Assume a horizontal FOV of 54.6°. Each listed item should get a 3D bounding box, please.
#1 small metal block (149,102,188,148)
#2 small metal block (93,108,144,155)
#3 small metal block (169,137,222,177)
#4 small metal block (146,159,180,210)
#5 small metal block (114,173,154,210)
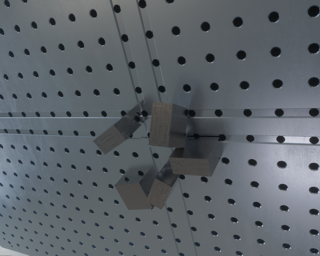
[{"bbox_3d":[0.011,-0.002,0.376,0.025,0.050,0.050,5,89,26],"label":"small metal block"},{"bbox_3d":[-0.057,0.005,0.428,0.050,0.050,0.025,-33,100,38],"label":"small metal block"},{"bbox_3d":[0.046,0.035,0.393,0.050,0.050,0.025,0,119,28],"label":"small metal block"},{"bbox_3d":[0.008,0.078,0.440,0.025,0.050,0.050,28,128,11],"label":"small metal block"},{"bbox_3d":[-0.036,0.102,0.494,0.050,0.025,0.050,-13,112,33],"label":"small metal block"}]
